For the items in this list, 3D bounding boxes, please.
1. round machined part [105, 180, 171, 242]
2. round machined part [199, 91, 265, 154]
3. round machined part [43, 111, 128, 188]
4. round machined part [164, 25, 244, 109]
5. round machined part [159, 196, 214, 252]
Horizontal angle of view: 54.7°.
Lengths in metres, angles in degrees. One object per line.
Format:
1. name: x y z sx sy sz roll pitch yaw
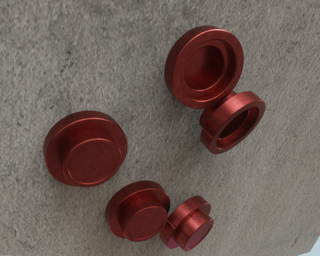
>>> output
1. round machined part: -0.028 0.130 0.463 0.099 0.042 0.097 -14 124 -21
2. round machined part: 0.094 -0.013 0.428 0.099 0.042 0.097 -29 148 -20
3. round machined part: -0.085 0.032 0.370 0.099 0.042 0.097 -14 125 -21
4. round machined part: 0.049 -0.076 0.378 0.099 0.042 0.097 -14 124 -21
5. round machined part: 0.050 0.162 0.508 0.099 0.042 0.097 -30 142 -27
